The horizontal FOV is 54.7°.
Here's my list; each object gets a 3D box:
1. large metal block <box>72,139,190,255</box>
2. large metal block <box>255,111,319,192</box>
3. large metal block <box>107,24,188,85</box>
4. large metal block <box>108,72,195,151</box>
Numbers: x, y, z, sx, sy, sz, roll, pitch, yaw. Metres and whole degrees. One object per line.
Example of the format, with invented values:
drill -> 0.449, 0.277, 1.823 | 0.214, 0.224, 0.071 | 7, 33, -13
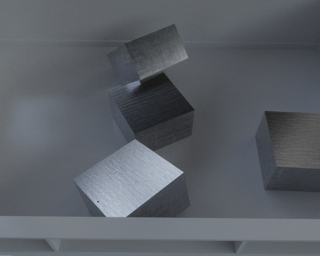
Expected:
large metal block -> -0.028, 0.067, 0.319 | 0.080, 0.050, 0.080 | -33, 41, -25
large metal block -> 0.165, 0.028, 0.368 | 0.080, 0.050, 0.080 | 3, 50, 2
large metal block -> -0.020, -0.104, 0.450 | 0.081, 0.050, 0.080 | -29, 14, -22
large metal block -> -0.012, -0.019, 0.405 | 0.081, 0.050, 0.080 | -22, 54, -18
